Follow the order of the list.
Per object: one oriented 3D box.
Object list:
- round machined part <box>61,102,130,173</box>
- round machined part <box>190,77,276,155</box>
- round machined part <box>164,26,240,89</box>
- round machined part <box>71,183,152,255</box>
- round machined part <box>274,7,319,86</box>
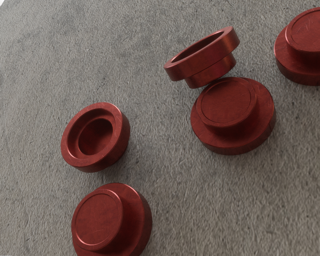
[{"bbox_3d":[-0.083,0.016,0.427,0.098,0.042,0.098,-13,56,21],"label":"round machined part"},{"bbox_3d":[0.082,-0.021,0.363,0.098,0.042,0.098,-13,56,21],"label":"round machined part"},{"bbox_3d":[0.057,-0.085,0.396,0.098,0.042,0.098,-29,17,10],"label":"round machined part"},{"bbox_3d":[-0.062,0.110,0.358,0.098,0.042,0.098,-13,56,21],"label":"round machined part"},{"bbox_3d":[0.184,-0.100,0.358,0.098,0.042,0.098,-13,56,21],"label":"round machined part"}]
